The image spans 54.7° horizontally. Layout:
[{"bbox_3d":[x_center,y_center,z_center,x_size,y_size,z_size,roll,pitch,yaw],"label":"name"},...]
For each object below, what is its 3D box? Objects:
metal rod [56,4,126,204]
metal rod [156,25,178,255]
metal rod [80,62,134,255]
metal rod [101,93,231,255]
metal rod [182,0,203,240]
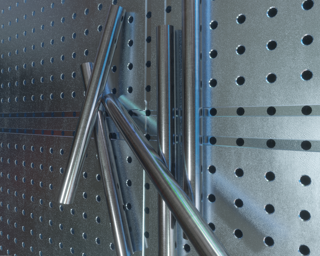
[{"bbox_3d":[-0.102,-0.034,0.462,0.025,0.025,0.298,16,91,38],"label":"metal rod"},{"bbox_3d":[0.009,0.019,0.400,0.025,0.025,0.298,-1,89,39],"label":"metal rod"},{"bbox_3d":[-0.084,0.041,0.475,0.025,0.025,0.299,-22,76,37],"label":"metal rod"},{"bbox_3d":[-0.006,0.048,0.376,0.300,0.025,0.025,52,121,40],"label":"metal rod"},{"bbox_3d":[0.039,-0.017,0.375,0.025,0.025,0.298,0,90,39],"label":"metal rod"}]
